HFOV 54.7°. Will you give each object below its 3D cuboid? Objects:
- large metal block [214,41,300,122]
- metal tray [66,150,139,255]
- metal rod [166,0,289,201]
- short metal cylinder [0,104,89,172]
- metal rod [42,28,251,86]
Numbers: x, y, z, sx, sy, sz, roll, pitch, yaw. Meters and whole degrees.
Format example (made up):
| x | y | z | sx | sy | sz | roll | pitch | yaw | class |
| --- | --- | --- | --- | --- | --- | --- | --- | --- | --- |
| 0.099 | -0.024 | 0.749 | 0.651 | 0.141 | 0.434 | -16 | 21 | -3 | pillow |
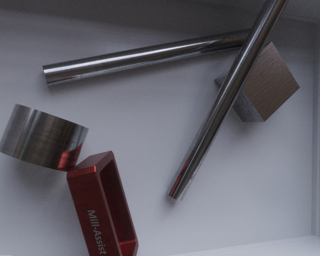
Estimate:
| x | y | z | sx | sy | sz | roll | pitch | yaw | class |
| --- | --- | --- | --- | --- | --- | --- | --- | --- | --- |
| 0.141 | -0.064 | 0.451 | 0.080 | 0.050 | 0.080 | -41 | 103 | -16 | large metal block |
| -0.060 | 0.098 | 0.352 | 0.030 | 0.090 | 0.129 | -14 | 96 | 4 | metal tray |
| 0.086 | -0.040 | 0.400 | 0.025 | 0.025 | 0.298 | 24 | 99 | -19 | metal rod |
| -0.124 | 0.011 | 0.336 | 0.080 | 0.080 | 0.050 | 21 | 83 | -19 | short metal cylinder |
| 0.003 | -0.099 | 0.412 | 0.302 | 0.025 | 0.025 | -16 | 96 | -20 | metal rod |
